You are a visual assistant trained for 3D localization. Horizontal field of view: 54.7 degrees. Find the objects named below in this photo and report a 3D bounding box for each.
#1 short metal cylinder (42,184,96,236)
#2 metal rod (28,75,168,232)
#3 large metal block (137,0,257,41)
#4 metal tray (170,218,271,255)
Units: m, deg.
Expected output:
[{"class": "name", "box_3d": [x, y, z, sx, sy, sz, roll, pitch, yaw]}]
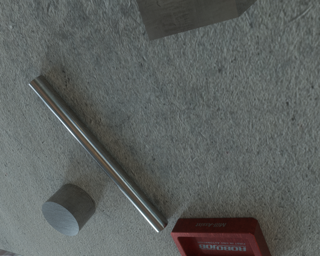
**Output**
[{"class": "short metal cylinder", "box_3d": [-0.167, 0.150, 0.569, 0.080, 0.050, 0.079, 13, 124, 20]}, {"class": "metal rod", "box_3d": [-0.090, 0.044, 0.479, 0.025, 0.025, 0.300, -33, 101, 38]}, {"class": "large metal block", "box_3d": [0.034, -0.122, 0.277, 0.080, 0.080, 0.050, -6, 116, 30]}, {"class": "metal tray", "box_3d": [0.091, 0.180, 0.465, 0.130, 0.030, 0.090, -12, 113, 32]}]
